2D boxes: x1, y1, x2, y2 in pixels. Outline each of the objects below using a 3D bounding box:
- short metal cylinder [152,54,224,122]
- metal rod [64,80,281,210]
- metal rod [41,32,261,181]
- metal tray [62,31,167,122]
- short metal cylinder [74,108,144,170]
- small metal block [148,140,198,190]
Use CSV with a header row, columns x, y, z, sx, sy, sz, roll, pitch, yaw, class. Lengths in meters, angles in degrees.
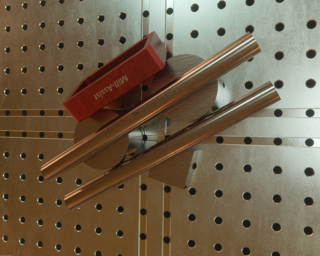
x,y,z,sx,sy,sz,roll,pitch,yaw,class
0.036,-0.047,0.386,0.080,0.050,0.079,0,90,19,short metal cylinder
0.002,0.030,0.383,0.300,0.025,0.025,-30,81,17,metal rod
-0.024,-0.016,0.366,0.300,0.025,0.025,-31,80,17,metal rod
-0.054,-0.067,0.395,0.130,0.090,0.030,-30,112,17,metal tray
-0.068,0.014,0.422,0.080,0.050,0.079,0,90,19,short metal cylinder
0.017,0.047,0.405,0.050,0.025,0.050,16,95,19,small metal block
